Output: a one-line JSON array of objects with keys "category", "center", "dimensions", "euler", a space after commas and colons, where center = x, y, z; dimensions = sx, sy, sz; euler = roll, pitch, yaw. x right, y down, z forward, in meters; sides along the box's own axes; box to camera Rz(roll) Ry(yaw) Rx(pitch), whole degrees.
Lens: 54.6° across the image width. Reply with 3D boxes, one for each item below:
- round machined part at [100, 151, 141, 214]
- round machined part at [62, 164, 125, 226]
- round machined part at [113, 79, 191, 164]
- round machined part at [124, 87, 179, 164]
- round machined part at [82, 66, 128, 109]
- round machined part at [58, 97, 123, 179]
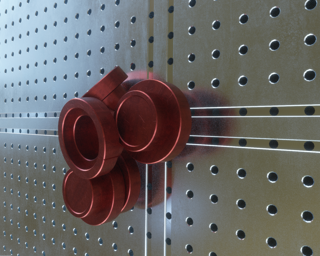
[{"category": "round machined part", "center": [-0.077, 0.075, 0.436], "dimensions": [0.098, 0.042, 0.097], "euler": [0, 90, 40]}, {"category": "round machined part", "center": [-0.096, 0.084, 0.424], "dimensions": [0.098, 0.042, 0.097], "euler": [0, 90, 40]}, {"category": "round machined part", "center": [-0.016, -0.008, 0.356], "dimensions": [0.098, 0.042, 0.097], "euler": [-1, 89, 40]}, {"category": "round machined part", "center": [-0.018, -0.004, 0.387], "dimensions": [0.098, 0.042, 0.097], "euler": [0, 90, 40]}, {"category": "round machined part", "center": [-0.081, -0.040, 0.442], "dimensions": [0.098, 0.098, 0.042], "euler": [-34, 104, 35]}, {"category": "round machined part", "center": [-0.081, 0.010, 0.383], "dimensions": [0.098, 0.042, 0.097], "euler": [10, 105, 41]}]
